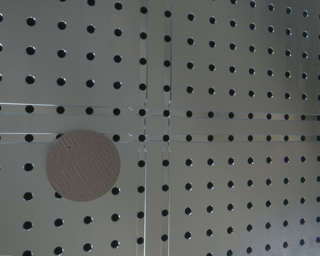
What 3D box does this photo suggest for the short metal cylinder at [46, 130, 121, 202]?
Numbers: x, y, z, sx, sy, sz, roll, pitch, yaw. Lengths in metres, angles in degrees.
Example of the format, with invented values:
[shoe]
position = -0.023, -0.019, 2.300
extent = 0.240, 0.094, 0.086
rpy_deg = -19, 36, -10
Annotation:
[short metal cylinder]
position = -0.092, 0.042, 0.366
extent = 0.081, 0.050, 0.079
rpy_deg = 0, 90, -21
